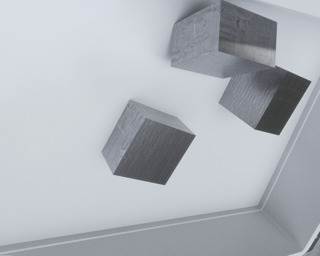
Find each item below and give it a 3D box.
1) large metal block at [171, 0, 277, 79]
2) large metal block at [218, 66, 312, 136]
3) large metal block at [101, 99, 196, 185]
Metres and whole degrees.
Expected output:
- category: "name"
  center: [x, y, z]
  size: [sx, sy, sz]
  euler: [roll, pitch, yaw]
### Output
- category: "large metal block"
  center: [0.069, -0.092, 0.344]
  size: [0.081, 0.080, 0.050]
  euler: [6, 86, -31]
- category: "large metal block"
  center: [0.138, -0.047, 0.419]
  size: [0.050, 0.080, 0.079]
  euler: [12, 113, -33]
- category: "large metal block"
  center: [-0.015, 0.020, 0.396]
  size: [0.080, 0.050, 0.080]
  euler: [19, 108, -36]
